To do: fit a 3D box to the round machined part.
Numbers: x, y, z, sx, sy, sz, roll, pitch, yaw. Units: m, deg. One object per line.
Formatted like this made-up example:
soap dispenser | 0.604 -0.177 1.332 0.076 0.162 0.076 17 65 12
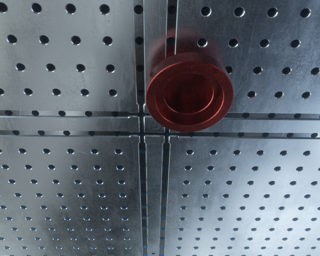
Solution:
round machined part | 0.033 -0.045 0.363 0.099 0.042 0.097 -1 130 0
